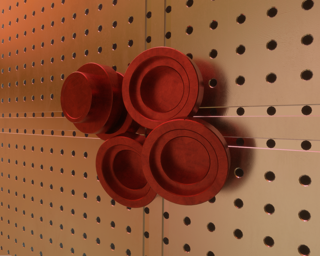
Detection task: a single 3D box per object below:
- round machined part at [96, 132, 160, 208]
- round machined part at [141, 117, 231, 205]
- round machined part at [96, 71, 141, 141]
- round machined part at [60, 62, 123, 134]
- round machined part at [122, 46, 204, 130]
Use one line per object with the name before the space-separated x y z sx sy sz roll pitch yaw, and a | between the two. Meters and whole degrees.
round machined part | -0.034 0.052 0.413 0.098 0.042 0.097 8 108 27
round machined part | 0.031 0.035 0.355 0.098 0.042 0.097 3 101 18
round machined part | -0.057 -0.030 0.442 0.098 0.042 0.097 0 90 39
round machined part | -0.098 -0.040 0.422 0.098 0.042 0.097 0 90 39
round machined part | 0.006 -0.046 0.379 0.098 0.042 0.097 1 91 23
